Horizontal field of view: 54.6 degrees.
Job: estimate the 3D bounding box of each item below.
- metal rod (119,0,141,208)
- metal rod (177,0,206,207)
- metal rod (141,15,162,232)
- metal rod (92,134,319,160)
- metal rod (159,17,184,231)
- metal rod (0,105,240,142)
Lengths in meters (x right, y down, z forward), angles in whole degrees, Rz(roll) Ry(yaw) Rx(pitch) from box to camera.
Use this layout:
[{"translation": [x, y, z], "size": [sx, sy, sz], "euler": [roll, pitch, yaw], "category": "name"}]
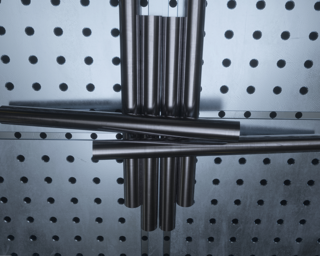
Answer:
[{"translation": [-0.037, -0.030, 0.401], "size": [0.025, 0.025, 0.298], "euler": [1, 110, 0], "category": "metal rod"}, {"translation": [0.039, -0.031, 0.401], "size": [0.025, 0.025, 0.298], "euler": [1, 110, 0], "category": "metal rod"}, {"translation": [-0.013, 0.008, 0.415], "size": [0.025, 0.025, 0.298], "euler": [1, 110, -1], "category": "metal rod"}, {"translation": [0.068, 0.024, 0.400], "size": [0.302, 0.025, 0.025], "euler": [-1, 110, -9], "category": "metal rod"}, {"translation": [0.013, 0.008, 0.417], "size": [0.025, 0.025, 0.298], "euler": [1, 110, 0], "category": "metal rod"}, {"translation": [-0.056, -0.007, 0.386], "size": [0.301, 0.025, 0.025], "euler": [4, 110, 8], "category": "metal rod"}]
